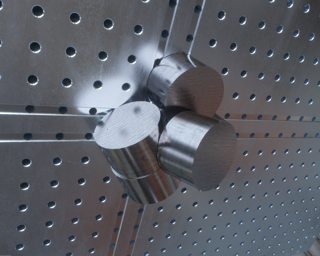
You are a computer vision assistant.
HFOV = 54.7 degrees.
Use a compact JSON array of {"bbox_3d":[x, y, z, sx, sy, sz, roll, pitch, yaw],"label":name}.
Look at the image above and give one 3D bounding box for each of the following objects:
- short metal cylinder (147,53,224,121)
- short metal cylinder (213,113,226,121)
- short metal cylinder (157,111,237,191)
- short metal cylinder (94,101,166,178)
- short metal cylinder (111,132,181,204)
[{"bbox_3d":[0.031,-0.046,0.384,0.081,0.050,0.079,-14,125,-21],"label":"short metal cylinder"},{"bbox_3d":[0.055,0.012,0.434,0.081,0.050,0.079,-14,125,-21],"label":"short metal cylinder"},{"bbox_3d":[0.043,0.025,0.352,0.081,0.050,0.079,-20,120,-41],"label":"short metal cylinder"},{"bbox_3d":[-0.030,0.013,0.368,0.080,0.080,0.050,-30,129,-10],"label":"short metal cylinder"},{"bbox_3d":[-0.016,0.050,0.399,0.080,0.080,0.050,-30,129,-10],"label":"short metal cylinder"}]
